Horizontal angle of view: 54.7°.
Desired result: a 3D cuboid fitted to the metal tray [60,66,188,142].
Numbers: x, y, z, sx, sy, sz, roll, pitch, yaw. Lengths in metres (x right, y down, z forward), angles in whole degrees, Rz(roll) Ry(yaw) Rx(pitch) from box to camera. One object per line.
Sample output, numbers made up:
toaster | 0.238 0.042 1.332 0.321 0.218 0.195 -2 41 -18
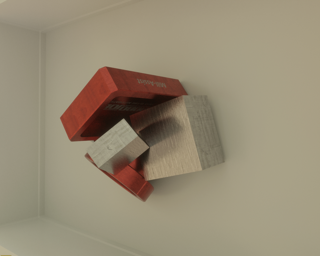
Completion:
metal tray | -0.037 -0.024 0.364 0.090 0.131 0.030 -42 66 31

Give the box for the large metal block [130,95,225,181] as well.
large metal block | 0.019 0.012 0.362 0.080 0.050 0.080 -18 83 38

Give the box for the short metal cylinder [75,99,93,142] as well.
short metal cylinder | -0.075 -0.016 0.428 0.050 0.081 0.079 28 108 36

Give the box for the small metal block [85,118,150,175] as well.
small metal block | -0.044 0.022 0.334 0.050 0.050 0.025 -39 70 -2

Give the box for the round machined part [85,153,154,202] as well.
round machined part | -0.046 0.050 0.405 0.098 0.098 0.042 26 71 36
